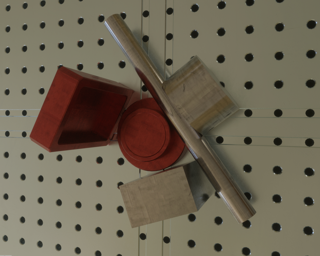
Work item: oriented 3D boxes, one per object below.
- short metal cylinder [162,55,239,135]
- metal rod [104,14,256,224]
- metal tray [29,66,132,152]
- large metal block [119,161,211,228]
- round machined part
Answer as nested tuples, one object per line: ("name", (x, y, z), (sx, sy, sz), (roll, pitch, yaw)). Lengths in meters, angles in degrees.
("short metal cylinder", (0.048, -0.039, 0.365), (0.050, 0.080, 0.080), (-39, 78, 16))
("metal rod", (0.019, -0.020, 0.383), (0.025, 0.025, 0.299), (-37, 79, 16))
("metal tray", (-0.091, -0.020, 0.388), (0.030, 0.130, 0.090), (29, 99, 17))
("large metal block", (0.010, 0.077, 0.379), (0.080, 0.080, 0.050), (-20, 84, 18))
("round machined part", (-0.013, 0.009, 0.407), (0.098, 0.042, 0.097), (0, 90, 19))
